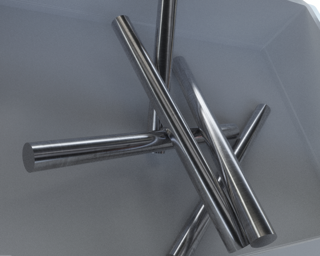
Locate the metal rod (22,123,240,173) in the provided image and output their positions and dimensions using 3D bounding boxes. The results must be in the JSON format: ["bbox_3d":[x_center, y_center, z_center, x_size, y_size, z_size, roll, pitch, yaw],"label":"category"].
[{"bbox_3d":[0.000,0.014,0.358,0.302,0.025,0.025,-5,64,-44],"label":"metal rod"}]

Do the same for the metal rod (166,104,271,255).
[{"bbox_3d":[0.095,0.056,0.424,0.025,0.025,0.301,42,51,0],"label":"metal rod"}]

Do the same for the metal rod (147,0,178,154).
[{"bbox_3d":[0.006,-0.118,0.394,0.025,0.025,0.298,6,87,-26],"label":"metal rod"}]

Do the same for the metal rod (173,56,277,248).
[{"bbox_3d":[0.061,-0.001,0.382,0.025,0.025,0.300,9,40,-24],"label":"metal rod"}]

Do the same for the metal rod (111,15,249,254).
[{"bbox_3d":[0.014,-0.010,0.350,0.025,0.025,0.299,-14,67,-34],"label":"metal rod"}]
